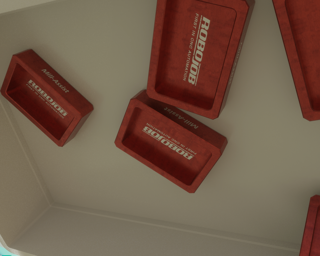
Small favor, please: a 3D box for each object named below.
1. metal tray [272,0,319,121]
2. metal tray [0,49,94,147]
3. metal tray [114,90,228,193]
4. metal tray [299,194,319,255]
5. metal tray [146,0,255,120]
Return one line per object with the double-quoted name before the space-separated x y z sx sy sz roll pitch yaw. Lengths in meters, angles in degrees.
"metal tray" 0.162 -0.075 0.273 0.090 0.030 0.129 -11 113 32
"metal tray" -0.174 -0.043 0.470 0.130 0.030 0.090 43 129 -2
"metal tray" 0.011 0.019 0.411 0.130 0.030 0.089 32 129 7
"metal tray" 0.196 0.145 0.325 0.090 0.130 0.030 10 156 29
"metal tray" 0.038 -0.082 0.334 0.090 0.030 0.129 20 126 16
